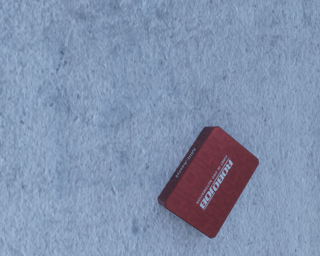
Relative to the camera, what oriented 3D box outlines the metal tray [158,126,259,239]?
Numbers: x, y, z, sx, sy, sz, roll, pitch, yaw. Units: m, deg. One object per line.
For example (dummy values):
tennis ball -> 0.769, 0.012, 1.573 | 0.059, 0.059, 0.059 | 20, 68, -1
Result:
metal tray -> 0.069, 0.073, 0.432 | 0.090, 0.030, 0.130 | 38, 78, -16
